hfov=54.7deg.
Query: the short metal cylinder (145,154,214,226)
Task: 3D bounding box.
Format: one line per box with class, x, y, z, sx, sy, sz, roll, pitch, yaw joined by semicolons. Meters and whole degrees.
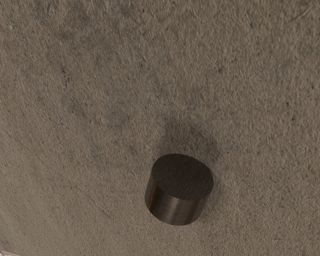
short metal cylinder;0.024;0.079;0.407;0.080;0.080;0.050;25;127;13
